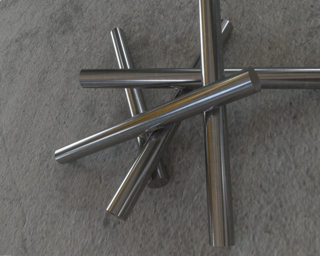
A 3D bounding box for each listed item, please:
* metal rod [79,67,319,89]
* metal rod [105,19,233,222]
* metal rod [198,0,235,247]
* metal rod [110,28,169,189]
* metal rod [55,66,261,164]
[{"bbox_3d":[0.048,-0.059,0.369,0.301,0.025,0.025,2,62,13],"label":"metal rod"},{"bbox_3d":[0.023,-0.027,0.385,0.025,0.025,0.300,14,62,33],"label":"metal rod"},{"bbox_3d":[0.058,-0.032,0.334,0.025,0.025,0.299,-6,77,24],"label":"metal rod"},{"bbox_3d":[-0.038,-0.050,0.452,0.025,0.025,0.299,-26,53,12],"label":"metal rod"},{"bbox_3d":[-0.029,-0.002,0.366,0.300,0.025,0.025,-20,53,35],"label":"metal rod"}]
